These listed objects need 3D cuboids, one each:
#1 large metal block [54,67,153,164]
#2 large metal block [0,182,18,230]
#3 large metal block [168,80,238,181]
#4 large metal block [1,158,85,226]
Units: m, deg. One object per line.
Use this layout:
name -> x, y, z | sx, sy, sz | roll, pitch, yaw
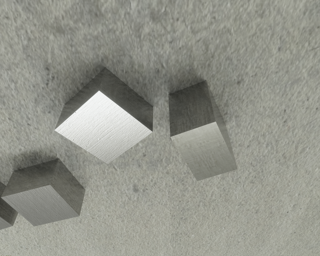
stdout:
large metal block -> -0.066, -0.012, 0.379 | 0.080, 0.050, 0.080 | -36, 122, 26
large metal block -> -0.284, 0.123, 0.492 | 0.080, 0.050, 0.080 | -20, 128, 16
large metal block -> 0.051, 0.003, 0.375 | 0.050, 0.080, 0.080 | -20, 128, 16
large metal block -> -0.174, 0.100, 0.474 | 0.080, 0.050, 0.080 | -16, 129, 12
